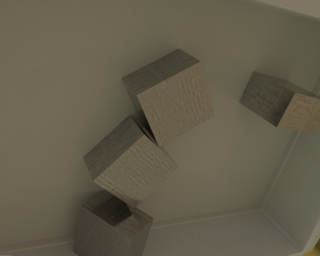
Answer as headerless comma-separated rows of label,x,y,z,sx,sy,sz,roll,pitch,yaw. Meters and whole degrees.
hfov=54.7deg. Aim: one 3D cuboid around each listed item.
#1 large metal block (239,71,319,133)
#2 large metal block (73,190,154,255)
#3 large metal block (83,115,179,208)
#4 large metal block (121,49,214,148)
large metal block,0.178,-0.037,0.447,0.081,0.080,0.050,7,115,-32
large metal block,-0.064,0.144,0.417,0.050,0.080,0.079,-26,137,-57
large metal block,-0.036,0.044,0.400,0.080,0.050,0.080,-43,129,1
large metal block,0.011,-0.037,0.376,0.080,0.050,0.080,-29,128,-10
